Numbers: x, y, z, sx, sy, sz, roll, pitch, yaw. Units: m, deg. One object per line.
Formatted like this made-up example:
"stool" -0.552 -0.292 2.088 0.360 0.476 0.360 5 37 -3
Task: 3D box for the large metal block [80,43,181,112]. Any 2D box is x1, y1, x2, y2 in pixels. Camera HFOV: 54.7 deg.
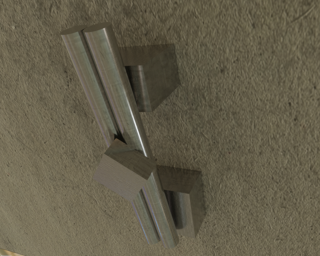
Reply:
"large metal block" -0.032 -0.059 0.353 0.080 0.080 0.050 3 120 26

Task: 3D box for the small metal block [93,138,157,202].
"small metal block" -0.038 0.046 0.331 0.050 0.025 0.050 32 134 0

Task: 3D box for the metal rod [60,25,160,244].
"metal rod" -0.043 0.033 0.357 0.025 0.025 0.298 3 127 27

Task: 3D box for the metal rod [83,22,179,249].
"metal rod" -0.020 0.034 0.346 0.025 0.025 0.298 3 127 27

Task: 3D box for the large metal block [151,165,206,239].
"large metal block" 0.017 0.103 0.446 0.080 0.050 0.079 5 121 25
